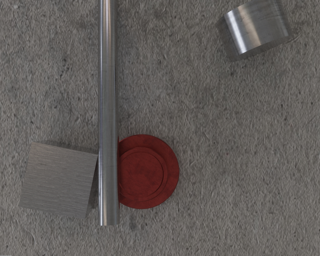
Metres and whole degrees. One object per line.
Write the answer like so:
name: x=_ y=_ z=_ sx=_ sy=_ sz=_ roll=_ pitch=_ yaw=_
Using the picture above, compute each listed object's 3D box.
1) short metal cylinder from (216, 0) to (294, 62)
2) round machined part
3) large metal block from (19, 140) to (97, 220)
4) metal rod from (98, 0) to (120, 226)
short metal cylinder: x=0.116 y=-0.121 z=0.383 sx=0.080 sy=0.080 sz=0.050 roll=-20 pitch=90 yaw=0
round machined part: x=-0.024 y=0.057 z=0.401 sx=0.099 sy=0.042 sz=0.097 roll=0 pitch=90 yaw=0
large metal block: x=-0.122 y=0.063 z=0.397 sx=0.080 sy=0.050 sz=0.080 roll=11 pitch=90 yaw=0
metal rod: x=-0.064 y=-0.036 z=0.383 sx=0.025 sy=0.025 sz=0.299 roll=-2 pitch=80 yaw=0
